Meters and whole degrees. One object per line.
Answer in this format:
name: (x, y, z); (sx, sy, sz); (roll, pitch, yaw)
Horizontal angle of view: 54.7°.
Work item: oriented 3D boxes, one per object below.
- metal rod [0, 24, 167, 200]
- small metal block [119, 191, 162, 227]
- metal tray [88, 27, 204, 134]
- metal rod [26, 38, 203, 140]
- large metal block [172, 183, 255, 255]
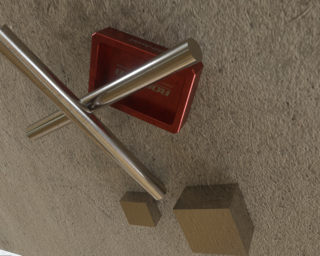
metal rod: (-0.082, 0.001, 0.387); (0.025, 0.025, 0.300); (-15, 131, 34)
small metal block: (-0.031, 0.131, 0.503); (0.050, 0.025, 0.050); (-4, 116, 30)
metal tray: (-0.022, -0.058, 0.377); (0.130, 0.030, 0.089); (24, 127, 13)
metal rod: (-0.080, -0.034, 0.386); (0.300, 0.025, 0.025); (-20, 108, 36)
large metal block: (0.076, 0.126, 0.428); (0.080, 0.050, 0.080); (-11, 113, 32)
